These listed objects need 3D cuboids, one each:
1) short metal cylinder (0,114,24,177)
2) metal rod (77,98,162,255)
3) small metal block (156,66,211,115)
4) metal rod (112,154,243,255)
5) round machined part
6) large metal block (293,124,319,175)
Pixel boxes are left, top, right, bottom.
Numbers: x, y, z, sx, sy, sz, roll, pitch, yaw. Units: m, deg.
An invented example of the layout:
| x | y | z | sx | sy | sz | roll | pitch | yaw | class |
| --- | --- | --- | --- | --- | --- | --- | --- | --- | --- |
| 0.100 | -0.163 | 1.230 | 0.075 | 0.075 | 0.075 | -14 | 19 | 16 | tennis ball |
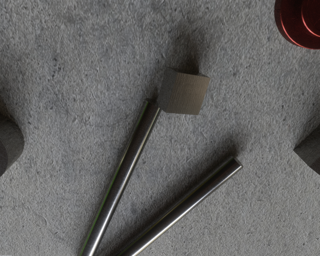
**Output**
| x | y | z | sx | sy | sz | roll | pitch | yaw | class |
| --- | --- | --- | --- | --- | --- | --- | --- | --- | --- |
| -0.227 | 0.025 | 0.402 | 0.081 | 0.050 | 0.079 | 0 | 110 | -1 | short metal cylinder |
| -0.067 | 0.096 | 0.444 | 0.025 | 0.025 | 0.298 | 22 | 108 | -9 | metal rod |
| 0.028 | -0.045 | 0.382 | 0.050 | 0.025 | 0.050 | 3 | 113 | -33 | small metal block |
| 0.001 | 0.145 | 0.463 | 0.025 | 0.025 | 0.299 | 43 | 104 | -15 | metal rod |
| 0.186 | -0.139 | 0.352 | 0.099 | 0.042 | 0.097 | 0 | 110 | -1 | round machined part |
| 0.245 | 0.034 | 0.413 | 0.080 | 0.050 | 0.080 | 36 | 106 | -13 | large metal block |
